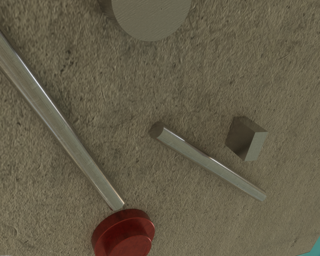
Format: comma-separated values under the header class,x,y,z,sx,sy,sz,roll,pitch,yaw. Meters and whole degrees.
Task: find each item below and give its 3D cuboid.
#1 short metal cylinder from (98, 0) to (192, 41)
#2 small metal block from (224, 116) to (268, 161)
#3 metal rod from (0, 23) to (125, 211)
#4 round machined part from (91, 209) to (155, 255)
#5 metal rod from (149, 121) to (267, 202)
class,x,y,z,sx,sy,sz,roll,pitch,yaw
short metal cylinder,-0.016,-0.131,0.302,0.081,0.050,0.079,-14,125,-21
small metal block,0.131,0.016,0.474,0.025,0.050,0.050,-2,119,-28
metal rod,-0.111,0.001,0.347,0.025,0.025,0.299,-32,129,-8
round machined part,-0.052,0.177,0.478,0.099,0.042,0.097,-14,125,-21
metal rod,0.094,0.066,0.501,0.301,0.025,0.025,33,100,-39
